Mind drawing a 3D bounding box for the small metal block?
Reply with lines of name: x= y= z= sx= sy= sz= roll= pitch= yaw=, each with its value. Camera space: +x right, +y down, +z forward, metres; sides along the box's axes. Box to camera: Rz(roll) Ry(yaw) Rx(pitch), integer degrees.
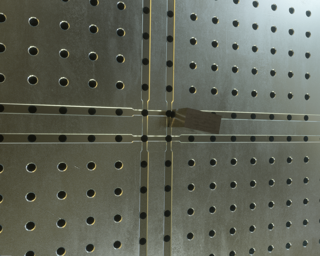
small metal block: x=0.046 y=-0.009 z=0.416 sx=0.050 sy=0.050 sz=0.025 roll=11 pitch=86 yaw=-20
